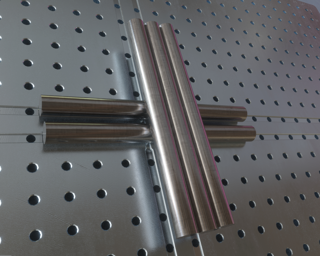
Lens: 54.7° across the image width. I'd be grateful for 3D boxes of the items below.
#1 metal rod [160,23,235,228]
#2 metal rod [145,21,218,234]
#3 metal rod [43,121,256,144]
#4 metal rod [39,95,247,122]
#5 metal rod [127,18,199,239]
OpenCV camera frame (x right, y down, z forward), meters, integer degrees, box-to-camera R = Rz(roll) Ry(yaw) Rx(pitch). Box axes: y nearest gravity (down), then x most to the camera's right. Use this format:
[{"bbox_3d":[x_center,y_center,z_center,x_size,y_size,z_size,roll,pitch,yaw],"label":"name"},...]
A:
[{"bbox_3d":[0.040,-0.020,0.412,0.025,0.025,0.299,1,61,-28],"label":"metal rod"},{"bbox_3d":[0.018,-0.019,0.399,0.025,0.025,0.299,1,61,-28],"label":"metal rod"},{"bbox_3d":[0.007,0.007,0.409,0.303,0.025,0.025,1,62,-28],"label":"metal rod"},{"bbox_3d":[-0.003,-0.024,0.423,0.303,0.025,0.025,1,62,-28],"label":"metal rod"},{"bbox_3d":[-0.004,-0.019,0.387,0.025,0.025,0.299,1,61,-28],"label":"metal rod"}]
